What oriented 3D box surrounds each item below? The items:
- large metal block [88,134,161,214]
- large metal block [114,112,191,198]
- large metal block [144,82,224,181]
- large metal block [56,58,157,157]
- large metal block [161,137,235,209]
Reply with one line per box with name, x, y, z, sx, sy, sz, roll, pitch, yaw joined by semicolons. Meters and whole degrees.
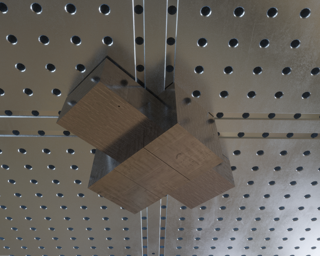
large metal block;-0.045;0.058;0.425;0.050;0.080;0.080;-37;122;26
large metal block;-0.009;0.031;0.402;0.050;0.080;0.080;-37;122;26
large metal block;0.028;0.004;0.380;0.050;0.080;0.080;-37;122;26
large metal block;-0.061;-0.022;0.372;0.080;0.050;0.080;-37;122;28
large metal block;0.049;0.064;0.451;0.080;0.050;0.080;-36;122;27
